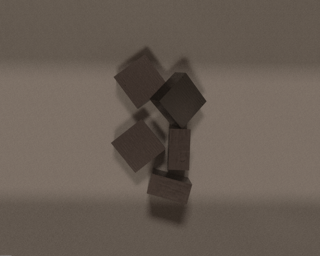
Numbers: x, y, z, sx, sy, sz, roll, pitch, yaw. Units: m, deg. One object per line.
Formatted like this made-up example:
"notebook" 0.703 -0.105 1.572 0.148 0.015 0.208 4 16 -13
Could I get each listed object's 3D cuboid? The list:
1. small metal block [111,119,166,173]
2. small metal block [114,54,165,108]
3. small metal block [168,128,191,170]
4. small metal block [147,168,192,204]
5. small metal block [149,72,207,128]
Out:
"small metal block" -0.028 0.023 0.411 0.050 0.025 0.050 -39 91 0
"small metal block" -0.025 -0.060 0.411 0.050 0.025 0.050 -36 90 0
"small metal block" 0.024 0.026 0.399 0.025 0.050 0.050 2 90 0
"small metal block" 0.011 0.074 0.399 0.050 0.050 0.025 15 90 -1
"small metal block" 0.024 -0.036 0.396 0.050 0.025 0.050 -48 119 -13
